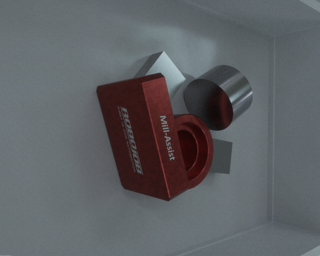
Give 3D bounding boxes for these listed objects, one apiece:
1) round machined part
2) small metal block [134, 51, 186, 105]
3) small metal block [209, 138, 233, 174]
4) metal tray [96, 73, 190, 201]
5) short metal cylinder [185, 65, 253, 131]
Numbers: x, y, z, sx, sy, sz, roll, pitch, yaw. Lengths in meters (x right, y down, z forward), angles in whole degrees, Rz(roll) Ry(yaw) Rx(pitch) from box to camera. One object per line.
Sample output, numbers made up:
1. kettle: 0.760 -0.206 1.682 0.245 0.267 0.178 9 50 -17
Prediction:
1. round machined part: 0.023 0.030 0.413 0.099 0.042 0.097 0 90 -40
2. small metal block: -0.001 -0.063 0.406 0.050 0.025 0.050 47 62 -28
3. small metal block: 0.084 0.043 0.477 0.050 0.025 0.050 12 82 -38
4. metal tray: -0.021 0.010 0.346 0.030 0.090 0.129 -22 104 -38
5. short metal cylinder: 0.083 -0.043 0.440 0.050 0.080 0.080 -36 113 -34
